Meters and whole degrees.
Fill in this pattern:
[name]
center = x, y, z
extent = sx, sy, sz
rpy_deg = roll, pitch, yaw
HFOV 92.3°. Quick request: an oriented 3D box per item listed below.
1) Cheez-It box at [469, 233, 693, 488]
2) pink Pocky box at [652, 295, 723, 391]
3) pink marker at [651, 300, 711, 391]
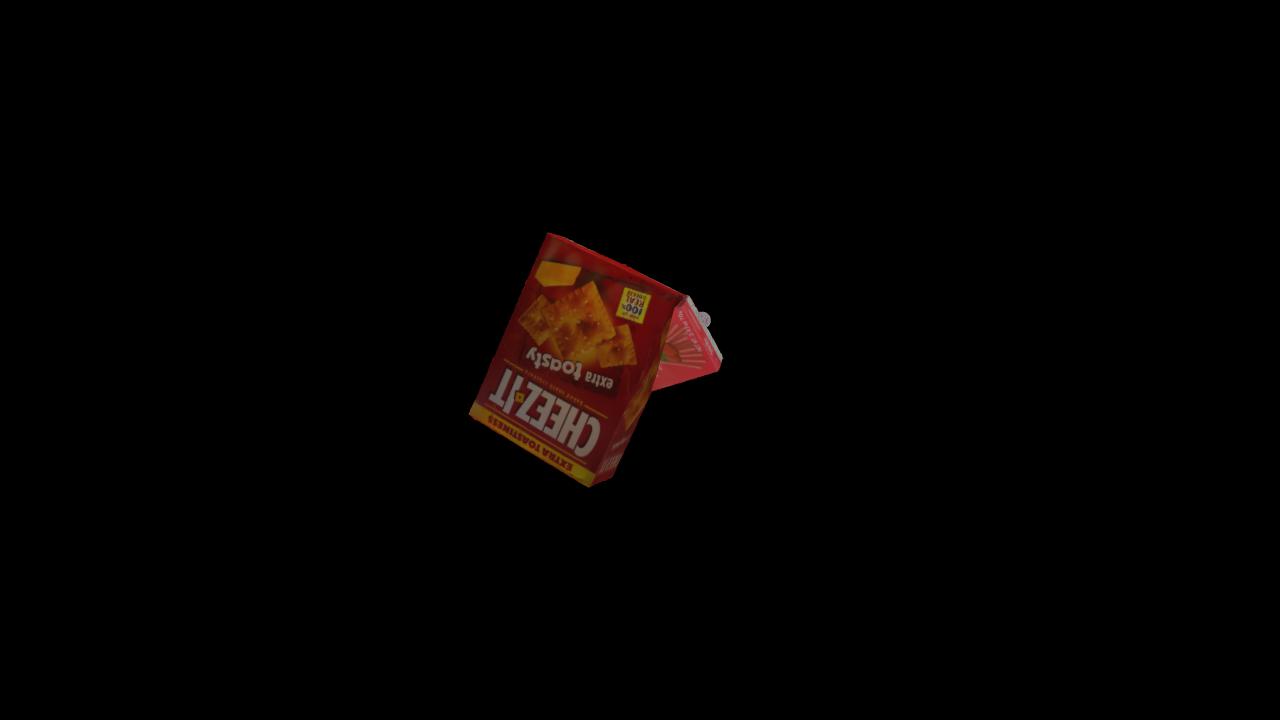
[Cheez-It box]
center = -0.066, -0.002, 0.663
extent = 0.166, 0.223, 0.071
rpy_deg = 28, 9, 18
[pink Pocky box]
center = 0.001, -0.006, 0.657
extent = 0.155, 0.084, 0.029
rpy_deg = -18, 25, 29
[pink marker]
center = 0.059, -0.049, 0.733
extent = 0.020, 0.020, 0.121
rpy_deg = 0, 5, -10
